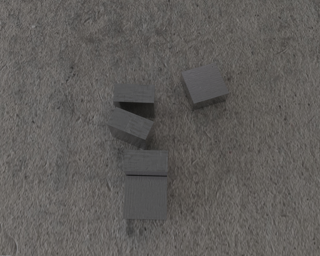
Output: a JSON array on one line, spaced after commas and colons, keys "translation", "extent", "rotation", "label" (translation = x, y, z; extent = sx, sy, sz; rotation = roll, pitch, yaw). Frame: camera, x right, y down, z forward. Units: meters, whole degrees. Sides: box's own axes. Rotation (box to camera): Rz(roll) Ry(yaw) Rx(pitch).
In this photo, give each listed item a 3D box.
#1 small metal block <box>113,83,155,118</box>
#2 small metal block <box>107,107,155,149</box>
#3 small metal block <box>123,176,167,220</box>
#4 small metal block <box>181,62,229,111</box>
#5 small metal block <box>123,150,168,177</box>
[{"translation": [-0.032, -0.035, 0.407], "extent": [0.050, 0.050, 0.025], "rotation": [2, 70, 1], "label": "small metal block"}, {"translation": [-0.035, 0.002, 0.394], "extent": [0.050, 0.050, 0.025], "rotation": [22, 72, 7], "label": "small metal block"}, {"translation": [-0.017, 0.086, 0.377], "extent": [0.050, 0.025, 0.050], "rotation": [1, 70, 0], "label": "small metal block"}, {"translation": [0.061, -0.057, 0.429], "extent": [0.050, 0.025, 0.050], "rotation": [-17, 71, -6], "label": "small metal block"}, {"translation": [-0.016, 0.046, 0.378], "extent": [0.050, 0.050, 0.025], "rotation": [1, 70, 0], "label": "small metal block"}]
